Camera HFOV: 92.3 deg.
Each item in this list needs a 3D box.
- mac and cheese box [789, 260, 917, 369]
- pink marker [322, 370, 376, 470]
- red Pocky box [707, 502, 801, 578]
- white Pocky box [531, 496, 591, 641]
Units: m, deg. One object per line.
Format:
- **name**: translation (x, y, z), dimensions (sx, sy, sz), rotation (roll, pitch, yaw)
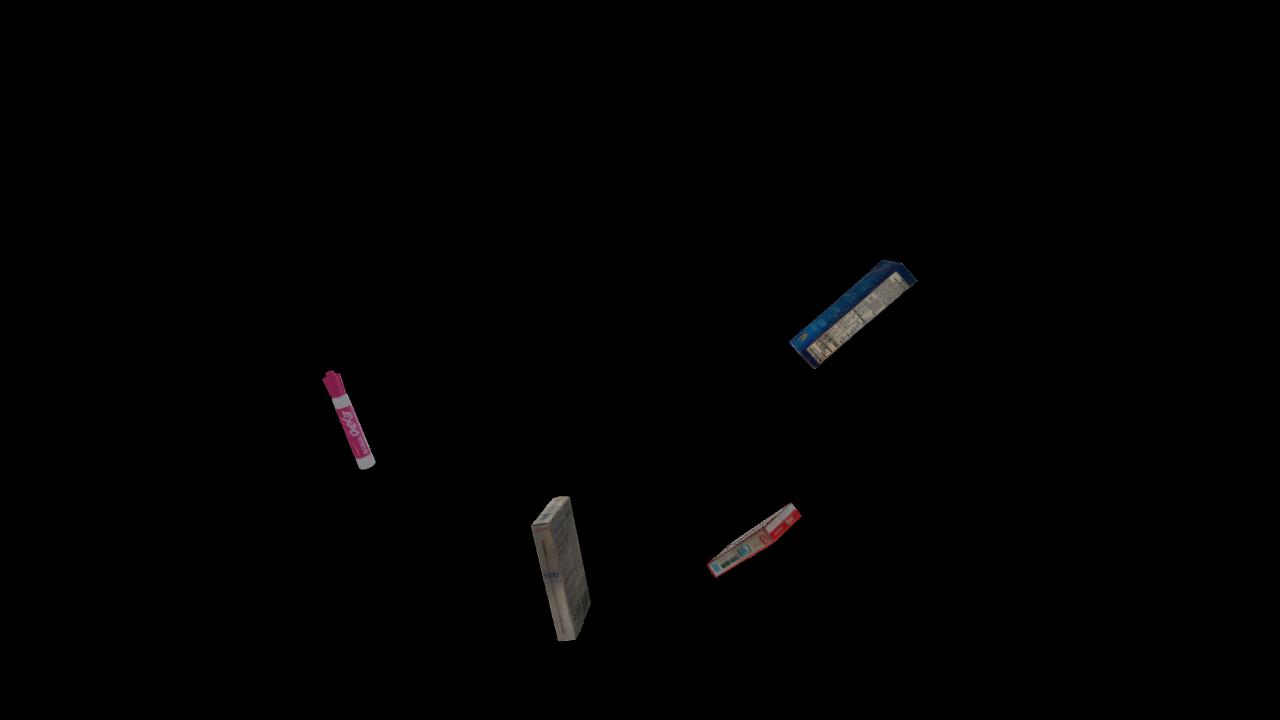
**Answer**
- **mac and cheese box**: translation (0.305, -0.068, 0.895), dimensions (0.184, 0.041, 0.093), rotation (-43, 6, 12)
- **pink marker**: translation (-0.329, 0.068, 0.695), dimensions (0.020, 0.121, 0.020), rotation (-10, 21, 4)
- **red Pocky box**: translation (0.171, 0.274, 0.931), dimensions (0.083, 0.028, 0.155), rotation (-24, -19, -44)
- **white Pocky box**: translation (-0.095, 0.259, 0.769), dimensions (0.028, 0.154, 0.084), rotation (-9, 9, 12)
